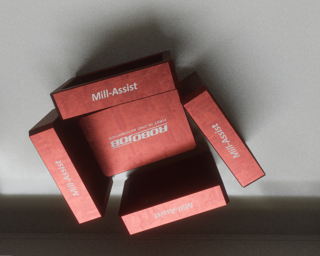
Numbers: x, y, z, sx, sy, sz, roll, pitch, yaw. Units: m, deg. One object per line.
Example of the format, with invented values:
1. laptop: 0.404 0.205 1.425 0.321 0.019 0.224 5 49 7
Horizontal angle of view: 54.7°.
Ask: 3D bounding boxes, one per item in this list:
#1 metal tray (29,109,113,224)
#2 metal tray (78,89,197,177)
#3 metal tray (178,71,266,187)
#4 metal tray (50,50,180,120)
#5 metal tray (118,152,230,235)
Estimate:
1. metal tray: -0.104 0.041 0.388 0.030 0.090 0.129 -20 109 7
2. metal tray: -0.027 0.002 0.406 0.131 0.030 0.090 -19 109 6
3. metal tray: 0.071 -0.001 0.376 0.030 0.090 0.130 -34 107 12
4. metal tray: -0.047 -0.052 0.354 0.131 0.090 0.030 -15 110 5
5. metal tray: 0.016 0.081 0.405 0.131 0.090 0.030 -19 109 6
